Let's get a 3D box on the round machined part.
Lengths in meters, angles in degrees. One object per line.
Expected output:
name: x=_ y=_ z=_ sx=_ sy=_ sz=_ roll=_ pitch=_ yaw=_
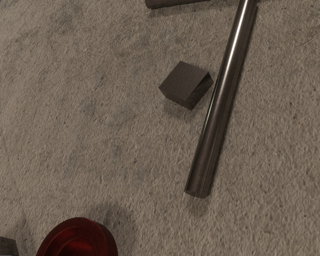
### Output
round machined part: x=-0.088 y=0.153 z=0.344 sx=0.098 sy=0.042 sz=0.098 roll=-13 pitch=56 yaw=20

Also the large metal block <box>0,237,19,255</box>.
large metal block: x=-0.222 y=0.193 z=0.384 sx=0.080 sy=0.050 sz=0.080 roll=-39 pitch=51 yaw=1

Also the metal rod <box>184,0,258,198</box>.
metal rod: x=0.084 y=-0.058 z=0.394 sx=0.025 sy=0.025 sz=0.300 roll=6 pitch=64 yaw=30

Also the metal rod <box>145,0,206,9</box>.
metal rod: x=0.111 y=-0.217 z=0.477 sx=0.300 sy=0.025 sz=0.025 roll=3 pitch=63 yaw=29

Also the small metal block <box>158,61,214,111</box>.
small metal block: x=0.035 y=-0.058 z=0.420 sx=0.050 sy=0.025 sz=0.050 roll=31 pitch=79 yaw=37
